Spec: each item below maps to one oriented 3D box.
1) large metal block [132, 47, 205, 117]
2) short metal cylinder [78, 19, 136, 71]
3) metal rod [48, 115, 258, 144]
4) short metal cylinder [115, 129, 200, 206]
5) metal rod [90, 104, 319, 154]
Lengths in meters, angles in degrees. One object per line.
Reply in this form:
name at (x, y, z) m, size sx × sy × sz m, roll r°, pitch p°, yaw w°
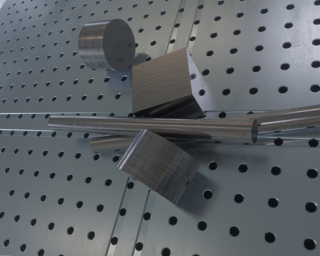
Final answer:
large metal block at (0.010, -0.051, 0.418) m, size 0.080 × 0.050 × 0.080 m, roll -16°, pitch 55°, yaw 19°
short metal cylinder at (-0.084, -0.132, 0.498) m, size 0.050 × 0.080 × 0.080 m, roll 7°, pitch 65°, yaw 31°
metal rod at (-0.032, -0.002, 0.393) m, size 0.300 × 0.025 × 0.025 m, roll 3°, pitch 63°, yaw 31°
short metal cylinder at (-0.003, 0.044, 0.347) m, size 0.080 × 0.080 × 0.050 m, roll 24°, pitch 75°, yaw 36°
metal rod at (0.045, 0.005, 0.381) m, size 0.301 × 0.025 × 0.025 m, roll -8°, pitch 58°, yaw 23°
